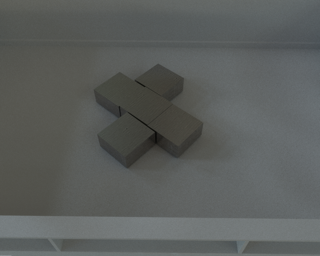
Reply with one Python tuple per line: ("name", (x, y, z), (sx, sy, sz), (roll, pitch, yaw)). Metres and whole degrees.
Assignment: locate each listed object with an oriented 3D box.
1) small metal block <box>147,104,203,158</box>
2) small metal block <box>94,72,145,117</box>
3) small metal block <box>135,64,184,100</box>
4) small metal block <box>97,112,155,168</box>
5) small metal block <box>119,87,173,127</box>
("small metal block", (0.020, 0.003, 0.400), (0.050, 0.025, 0.050), (34, 58, 25))
("small metal block", (-0.057, -0.047, 0.442), (0.050, 0.025, 0.050), (34, 58, 25))
("small metal block", (-0.001, -0.063, 0.455), (0.050, 0.025, 0.050), (34, 57, 25))
("small metal block", (-0.042, 0.014, 0.391), (0.050, 0.025, 0.050), (35, 59, 26))
("small metal block", (-0.018, -0.023, 0.420), (0.050, 0.025, 0.050), (34, 58, 25))
